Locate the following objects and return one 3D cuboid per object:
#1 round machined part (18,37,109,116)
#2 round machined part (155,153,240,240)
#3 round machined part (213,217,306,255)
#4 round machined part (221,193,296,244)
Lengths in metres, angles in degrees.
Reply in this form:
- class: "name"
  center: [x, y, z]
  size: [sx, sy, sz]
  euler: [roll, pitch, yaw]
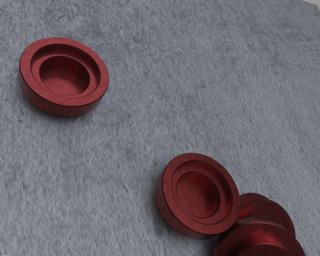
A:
- class: "round machined part"
  center: [-0.114, -0.056, 0.366]
  size: [0.099, 0.042, 0.098]
  euler: [14, 56, -21]
- class: "round machined part"
  center: [0.040, 0.081, 0.363]
  size: [0.099, 0.042, 0.098]
  euler: [13, 52, -17]
- class: "round machined part"
  center: [0.107, 0.149, 0.328]
  size: [0.099, 0.042, 0.097]
  euler: [0, 88, 3]
- class: "round machined part"
  center: [0.128, 0.128, 0.386]
  size: [0.099, 0.042, 0.098]
  euler: [14, 56, -21]
